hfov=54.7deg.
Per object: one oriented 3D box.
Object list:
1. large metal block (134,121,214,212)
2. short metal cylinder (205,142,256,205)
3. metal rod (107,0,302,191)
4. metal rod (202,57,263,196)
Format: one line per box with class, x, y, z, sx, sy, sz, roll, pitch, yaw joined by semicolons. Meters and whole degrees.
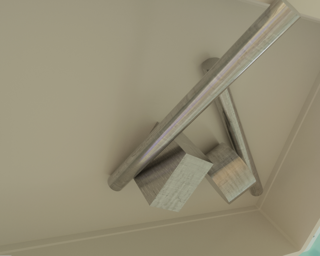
large metal block;0.010;0.051;0.412;0.050;0.080;0.080;24;105;-37
short metal cylinder;0.099;0.069;0.472;0.050;0.080;0.080;-37;130;-4
metal rod;0.022;-0.011;0.338;0.025;0.025;0.298;14;136;-34
metal rod;0.124;0.018;0.489;0.025;0.025;0.299;-35;129;-6
